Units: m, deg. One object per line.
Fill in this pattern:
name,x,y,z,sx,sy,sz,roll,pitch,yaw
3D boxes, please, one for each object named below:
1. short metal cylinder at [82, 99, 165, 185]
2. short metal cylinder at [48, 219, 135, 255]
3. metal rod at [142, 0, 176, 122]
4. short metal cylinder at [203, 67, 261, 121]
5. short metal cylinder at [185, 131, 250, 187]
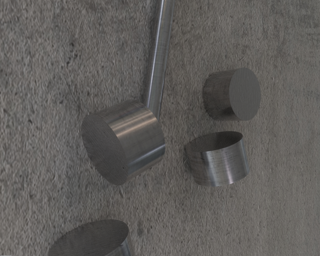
short metal cylinder,-0.040,0.015,0.335,0.050,0.080,0.080,-27,107,-37
short metal cylinder,-0.065,0.136,0.314,0.081,0.080,0.050,-21,104,-38
metal rod,0.003,-0.128,0.406,0.025,0.025,0.298,13,82,-39
short metal cylinder,0.112,-0.051,0.482,0.081,0.050,0.080,0,90,-40
short metal cylinder,0.081,0.041,0.437,0.081,0.080,0.050,-25,106,-37
